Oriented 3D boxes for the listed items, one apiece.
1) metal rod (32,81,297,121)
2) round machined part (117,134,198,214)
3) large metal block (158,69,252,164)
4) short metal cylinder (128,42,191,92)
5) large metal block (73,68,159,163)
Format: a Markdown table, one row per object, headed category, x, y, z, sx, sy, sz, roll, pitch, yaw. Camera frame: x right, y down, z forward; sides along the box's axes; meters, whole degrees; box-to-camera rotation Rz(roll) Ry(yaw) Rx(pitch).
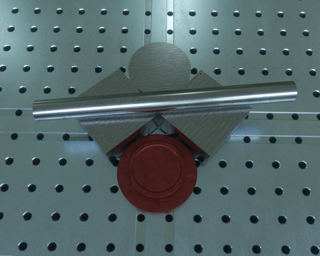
| category | x | y | z | sx | sy | sz | roll | pitch | yaw |
| --- | --- | --- | --- | --- | --- | --- | --- | --- | --- |
| metal rod | 0.007 | -0.032 | 0.364 | 0.302 | 0.025 | 0.025 | -5 | 70 | -1 |
| round machined part | -0.003 | 0.053 | 0.379 | 0.099 | 0.042 | 0.098 | 0 | 70 | 0 |
| large metal block | 0.055 | -0.013 | 0.397 | 0.080 | 0.050 | 0.080 | 40 | 76 | 13 |
| short metal cylinder | 0.000 | -0.068 | 0.419 | 0.081 | 0.050 | 0.080 | 0 | 70 | 0 |
| large metal block | -0.058 | -0.015 | 0.399 | 0.080 | 0.050 | 0.080 | -38 | 76 | -13 |
